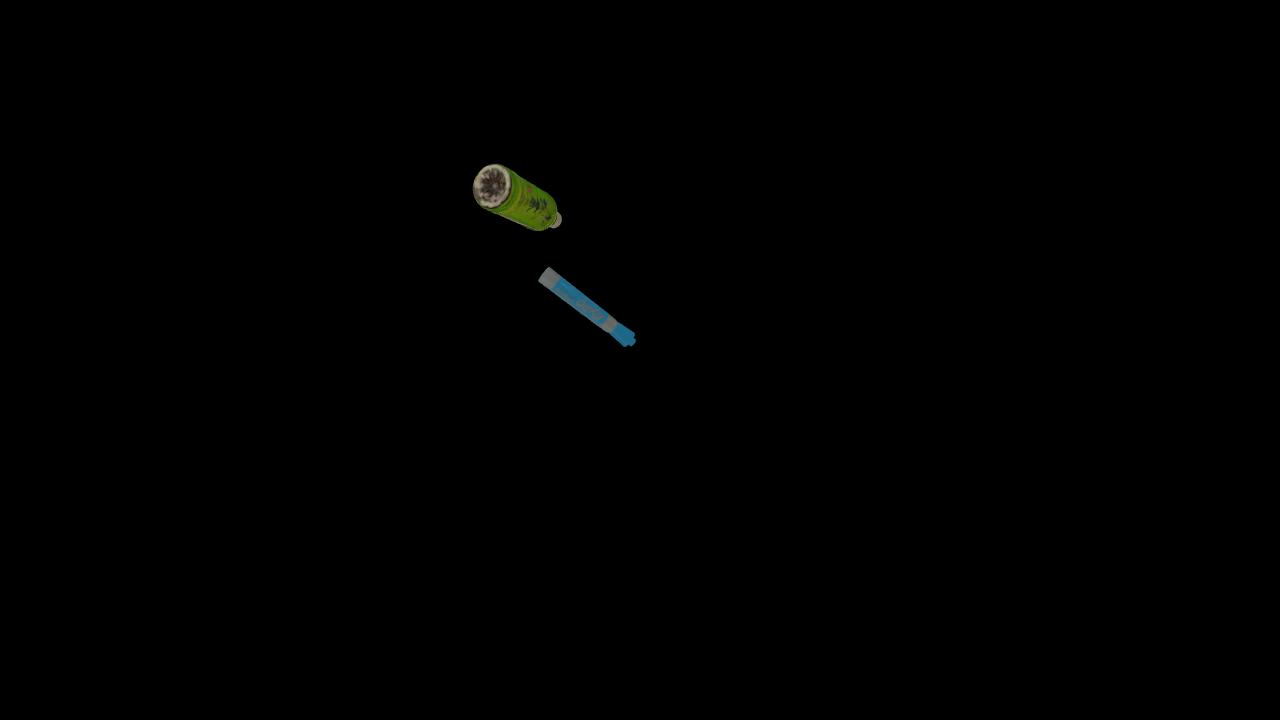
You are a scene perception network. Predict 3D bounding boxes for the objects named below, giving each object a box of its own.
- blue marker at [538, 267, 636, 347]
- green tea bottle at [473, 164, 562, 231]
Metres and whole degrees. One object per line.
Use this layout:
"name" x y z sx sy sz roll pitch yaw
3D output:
"blue marker" -0.052 -0.053 0.643 0.121 0.020 0.020 37 -13 -18
"green tea bottle" -0.186 -0.252 0.996 0.073 0.073 0.212 0 -1 16
